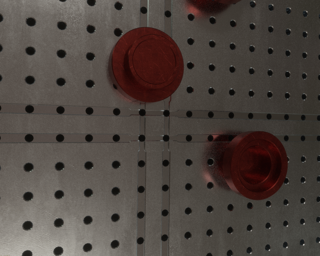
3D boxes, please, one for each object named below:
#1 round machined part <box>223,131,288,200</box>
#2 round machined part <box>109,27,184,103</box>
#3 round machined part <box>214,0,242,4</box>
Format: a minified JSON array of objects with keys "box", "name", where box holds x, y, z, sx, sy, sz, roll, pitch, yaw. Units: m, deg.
[{"box":[0.134,0.053,0.455,0.099,0.042,0.097,0,90,-21],"name":"round machined part"},{"box":[-0.013,-0.082,0.399,0.099,0.042,0.097,0,90,-21],"name":"round machined part"},{"box":[0.090,-0.224,0.438,0.099,0.042,0.097,0,90,-20],"name":"round machined part"}]
